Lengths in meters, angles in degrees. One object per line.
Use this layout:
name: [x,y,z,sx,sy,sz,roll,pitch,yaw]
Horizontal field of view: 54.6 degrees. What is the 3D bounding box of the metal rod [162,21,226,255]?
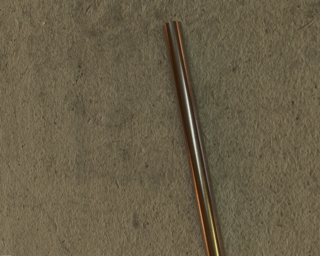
metal rod: [0.042,0.013,0.394,0.025,0.025,0.299,-12,86,20]
